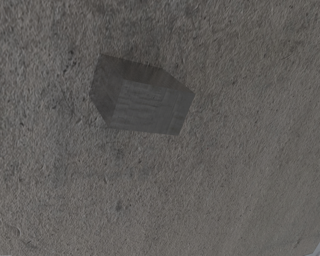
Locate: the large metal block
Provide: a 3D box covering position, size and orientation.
[{"bbox_3d":[-0.023,-0.036,0.336,0.081,0.080,0.050,7,115,-32],"label":"large metal block"}]
